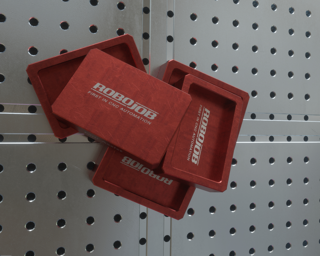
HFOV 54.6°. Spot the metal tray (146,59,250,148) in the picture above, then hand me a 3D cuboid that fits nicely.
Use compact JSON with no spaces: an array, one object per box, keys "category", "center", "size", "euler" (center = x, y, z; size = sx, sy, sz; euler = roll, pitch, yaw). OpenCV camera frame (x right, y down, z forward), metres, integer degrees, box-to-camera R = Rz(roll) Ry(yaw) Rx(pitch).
[{"category":"metal tray","center":[0.052,-0.027,0.428],"size":[0.131,0.030,0.090],"euler":[20,83,-18]}]

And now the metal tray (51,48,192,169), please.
[{"category":"metal tray","center":[-0.041,-0.023,0.351],"size":[0.130,0.030,0.090],"euler":[27,72,4]}]

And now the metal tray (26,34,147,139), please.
[{"category":"metal tray","center":[-0.081,-0.052,0.380],"size":[0.131,0.030,0.090],"euler":[-24,98,-18]}]

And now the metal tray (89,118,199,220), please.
[{"category":"metal tray","center":[-0.013,0.054,0.405],"size":[0.131,0.030,0.090],"euler":[28,81,-18]}]

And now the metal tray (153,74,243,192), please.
[{"category":"metal tray","center":[0.051,0.008,0.395],"size":[0.090,0.030,0.130],"euler":[21,71,-19]}]
